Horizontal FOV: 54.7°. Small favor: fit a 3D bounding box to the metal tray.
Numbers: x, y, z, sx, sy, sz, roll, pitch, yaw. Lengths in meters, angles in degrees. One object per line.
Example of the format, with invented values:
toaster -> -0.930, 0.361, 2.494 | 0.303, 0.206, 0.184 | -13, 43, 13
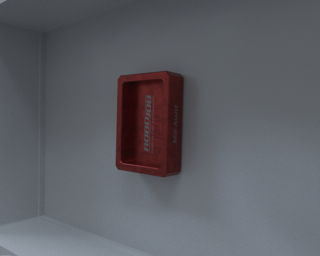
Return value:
metal tray -> -0.016, -0.006, 0.411 | 0.090, 0.030, 0.129 | 2, 91, 39
